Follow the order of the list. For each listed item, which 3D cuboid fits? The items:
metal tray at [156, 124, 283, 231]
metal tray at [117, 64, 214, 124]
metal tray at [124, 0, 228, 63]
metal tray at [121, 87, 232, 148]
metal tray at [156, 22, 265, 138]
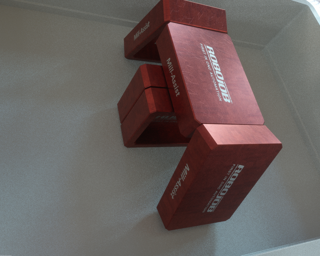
[{"bbox_3d":[0.060,0.055,0.333,0.091,0.129,0.030,1,40,-29],"label":"metal tray"},{"bbox_3d":[0.022,-0.036,0.396,0.131,0.090,0.030,1,62,-28],"label":"metal tray"},{"bbox_3d":[0.016,-0.124,0.420,0.091,0.130,0.030,1,82,-28],"label":"metal tray"},{"bbox_3d":[0.028,-0.009,0.383,0.131,0.090,0.030,1,62,-28],"label":"metal tray"},{"bbox_3d":[0.054,-0.053,0.346,0.091,0.030,0.130,1,61,-28],"label":"metal tray"}]
